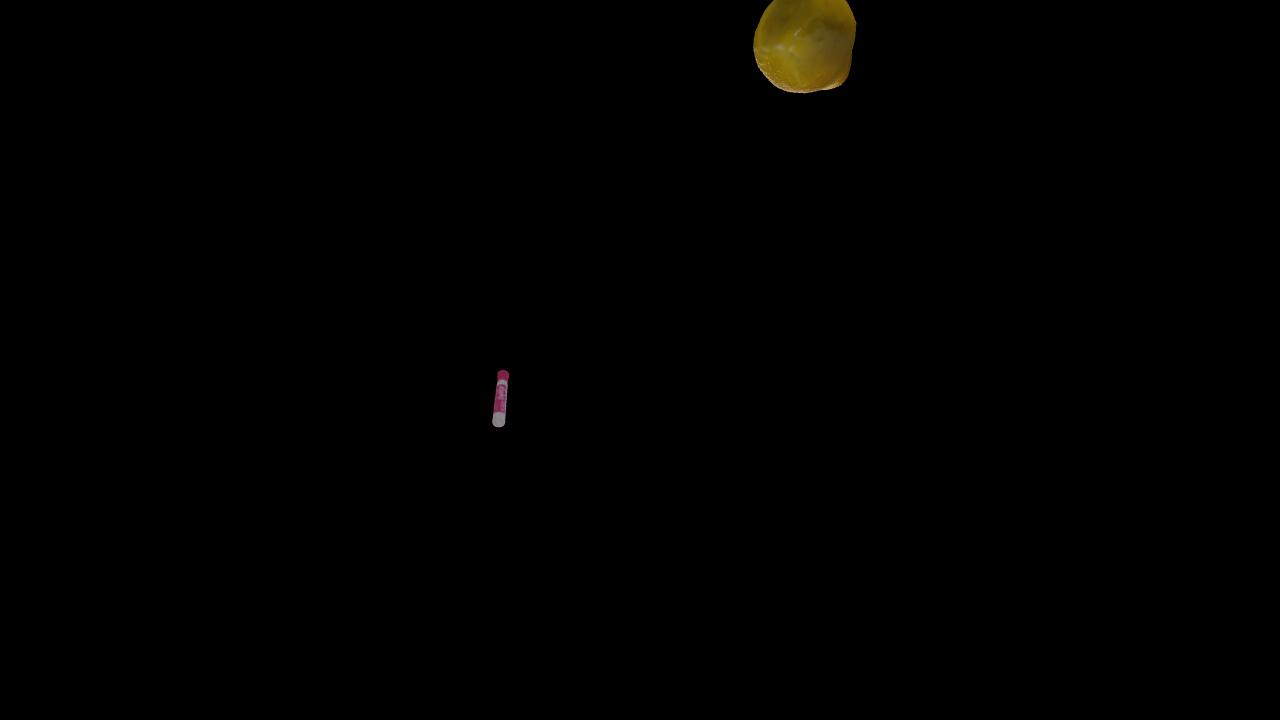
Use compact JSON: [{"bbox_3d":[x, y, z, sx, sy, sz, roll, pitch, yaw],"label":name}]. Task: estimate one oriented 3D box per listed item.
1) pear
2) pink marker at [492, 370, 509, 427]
[{"bbox_3d":[0.145,-0.244,0.499,0.111,0.080,0.080,18,-12,-40],"label":"pear"},{"bbox_3d":[-0.216,0.056,0.956,0.020,0.020,0.121,0,37,-8],"label":"pink marker"}]
